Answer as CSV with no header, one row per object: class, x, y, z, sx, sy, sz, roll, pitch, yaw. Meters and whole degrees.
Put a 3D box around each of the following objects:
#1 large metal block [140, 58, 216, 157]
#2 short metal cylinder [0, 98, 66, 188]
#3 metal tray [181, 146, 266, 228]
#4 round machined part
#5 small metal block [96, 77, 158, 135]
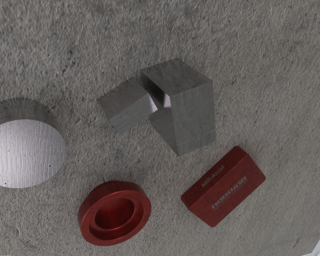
large metal block,0.021,-0.027,0.366,0.050,0.080,0.080,-22,127,-16
short metal cylinder,-0.143,0.015,0.322,0.081,0.050,0.079,-14,124,-21
metal tray,0.110,0.102,0.527,0.130,0.030,0.090,-43,130,2
round machined part,-0.065,0.113,0.430,0.099,0.042,0.097,-14,124,-21
small metal block,-0.038,-0.027,0.353,0.050,0.050,0.025,-35,129,-6
